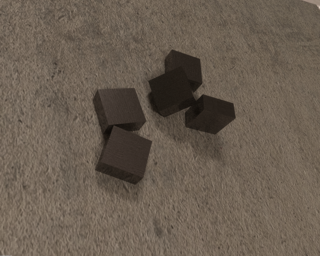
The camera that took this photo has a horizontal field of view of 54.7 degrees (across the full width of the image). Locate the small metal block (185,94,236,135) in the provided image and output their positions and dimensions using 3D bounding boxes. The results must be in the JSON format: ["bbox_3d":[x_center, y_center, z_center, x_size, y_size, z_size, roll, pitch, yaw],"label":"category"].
[{"bbox_3d":[0.070,-0.018,0.438,0.050,0.050,0.025,14,56,-21],"label":"small metal block"}]

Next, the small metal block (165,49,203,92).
[{"bbox_3d":[0.036,-0.088,0.479,0.050,0.025,0.050,13,56,-21],"label":"small metal block"}]

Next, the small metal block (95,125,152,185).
[{"bbox_3d":[-0.042,0.032,0.363,0.050,0.025,0.050,23,53,-14],"label":"small metal block"}]

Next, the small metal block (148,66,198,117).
[{"bbox_3d":[0.018,-0.050,0.427,0.025,0.050,0.050,42,27,-65],"label":"small metal block"}]

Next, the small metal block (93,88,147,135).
[{"bbox_3d":[-0.052,-0.022,0.391,0.050,0.025,0.050,-7,65,-32],"label":"small metal block"}]
